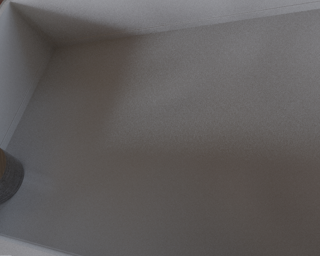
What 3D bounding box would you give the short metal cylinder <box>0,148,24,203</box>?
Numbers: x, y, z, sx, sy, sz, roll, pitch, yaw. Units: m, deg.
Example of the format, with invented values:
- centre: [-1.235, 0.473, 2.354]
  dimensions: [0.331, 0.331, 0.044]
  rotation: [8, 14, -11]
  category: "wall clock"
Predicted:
- centre: [-0.256, 0.069, 0.464]
  dimensions: [0.080, 0.050, 0.080]
  rotation: [-3, 64, 6]
  category: "short metal cylinder"
